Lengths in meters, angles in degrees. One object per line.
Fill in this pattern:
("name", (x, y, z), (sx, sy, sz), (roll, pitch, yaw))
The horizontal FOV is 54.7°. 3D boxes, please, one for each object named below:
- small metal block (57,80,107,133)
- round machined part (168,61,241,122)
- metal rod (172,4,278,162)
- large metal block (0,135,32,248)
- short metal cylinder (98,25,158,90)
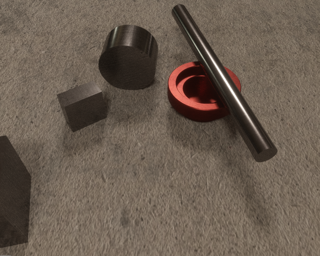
("small metal block", (-0.102, -0.028, 0.409), (0.050, 0.050, 0.025), (-26, 55, -21))
("round machined part", (0.060, -0.046, 0.432), (0.099, 0.042, 0.098), (0, 50, 0))
("metal rod", (0.071, -0.082, 0.418), (0.025, 0.025, 0.300), (-12, 51, -10))
("large metal block", (-0.169, 0.067, 0.309), (0.050, 0.080, 0.080), (-9, 51, -8))
("short metal cylinder", (-0.045, -0.102, 0.453), (0.080, 0.080, 0.050), (3, 50, 2))
